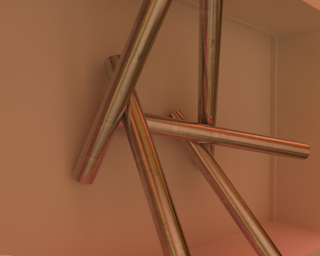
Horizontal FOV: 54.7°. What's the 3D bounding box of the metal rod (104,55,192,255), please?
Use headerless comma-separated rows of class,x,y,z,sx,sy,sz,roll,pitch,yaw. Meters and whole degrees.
metal rod,-0.005,0.059,0.316,0.025,0.025,0.299,-6,70,-40

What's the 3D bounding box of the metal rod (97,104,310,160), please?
metal rod,0.070,0.010,0.402,0.302,0.025,0.025,10,83,-20

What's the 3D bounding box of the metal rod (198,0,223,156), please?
metal rod,0.059,-0.065,0.378,0.025,0.025,0.298,-34,136,-35

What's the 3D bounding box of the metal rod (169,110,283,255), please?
metal rod,0.100,0.104,0.395,0.025,0.025,0.299,-25,76,-37

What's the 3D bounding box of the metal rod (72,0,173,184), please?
metal rod,-0.022,-0.076,0.303,0.025,0.025,0.298,13,108,-39
